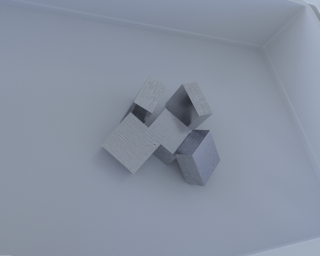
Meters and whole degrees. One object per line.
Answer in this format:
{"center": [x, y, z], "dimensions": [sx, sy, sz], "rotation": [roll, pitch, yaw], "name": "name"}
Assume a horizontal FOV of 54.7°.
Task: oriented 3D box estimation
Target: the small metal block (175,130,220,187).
{"center": [0.049, 0.037, 0.392], "dimensions": [0.050, 0.025, 0.050], "rotation": [-49, 127, -40], "name": "small metal block"}

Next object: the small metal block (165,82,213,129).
{"center": [0.039, -0.027, 0.426], "dimensions": [0.025, 0.050, 0.050], "rotation": [-12, 68, -34], "name": "small metal block"}

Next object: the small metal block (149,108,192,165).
{"center": [0.009, 0.011, 0.402], "dimensions": [0.050, 0.025, 0.050], "rotation": [41, 51, -1], "name": "small metal block"}

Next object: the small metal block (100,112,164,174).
{"center": [-0.032, 0.018, 0.362], "dimensions": [0.050, 0.025, 0.050], "rotation": [42, 84, 0], "name": "small metal block"}

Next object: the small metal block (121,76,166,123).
{"center": [-0.022, -0.030, 0.394], "dimensions": [0.025, 0.050, 0.050], "rotation": [32, 51, -8], "name": "small metal block"}
